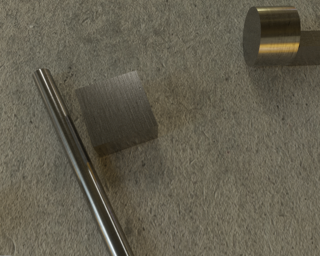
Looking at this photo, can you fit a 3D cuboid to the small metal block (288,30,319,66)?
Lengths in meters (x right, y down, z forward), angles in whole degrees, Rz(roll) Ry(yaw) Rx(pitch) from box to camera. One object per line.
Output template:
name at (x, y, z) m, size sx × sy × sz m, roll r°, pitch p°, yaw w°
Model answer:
small metal block at (0.210, -0.112, 0.438) m, size 0.050 × 0.050 × 0.025 m, roll -2°, pitch 70°, yaw -1°

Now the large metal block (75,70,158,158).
large metal block at (-0.054, -0.017, 0.401) m, size 0.081 × 0.050 × 0.080 m, roll -19°, pitch 71°, yaw -7°

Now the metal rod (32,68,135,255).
metal rod at (-0.097, 0.049, 0.388) m, size 0.025 × 0.025 × 0.299 m, roll -26°, pitch 72°, yaw -9°

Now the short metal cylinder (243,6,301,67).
short metal cylinder at (0.150, -0.126, 0.427) m, size 0.050 × 0.080 × 0.080 m, roll -2°, pitch 70°, yaw -1°
